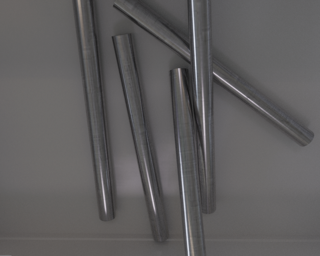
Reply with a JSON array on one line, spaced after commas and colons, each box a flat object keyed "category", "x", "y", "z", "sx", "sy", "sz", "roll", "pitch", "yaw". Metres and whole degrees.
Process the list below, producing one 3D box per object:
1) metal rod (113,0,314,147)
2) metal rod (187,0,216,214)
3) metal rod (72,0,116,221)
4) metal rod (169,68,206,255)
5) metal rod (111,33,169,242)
[{"category": "metal rod", "x": 0.075, "y": -0.067, "z": 0.386, "sx": 0.301, "sy": 0.025, "sz": 0.025, "roll": 34, "pitch": 107, "yaw": -12}, {"category": "metal rod", "x": 0.055, "y": -0.014, "z": 0.387, "sx": 0.025, "sy": 0.025, "sz": 0.298, "roll": -6, "pitch": 117, "yaw": 2}, {"category": "metal rod", "x": -0.083, "y": -0.009, "z": 0.406, "sx": 0.025, "sy": 0.025, "sz": 0.298, "roll": -2, "pitch": 110, "yaw": 1}, {"category": "metal rod", "x": 0.036, "y": 0.077, "z": 0.374, "sx": 0.025, "sy": 0.025, "sz": 0.298, "roll": -5, "pitch": 85, "yaw": 2}, {"category": "metal rod", "x": -0.022, "y": 0.027, "z": 0.420, "sx": 0.025, "sy": 0.025, "sz": 0.298, "roll": -9, "pitch": 110, "yaw": 3}]
